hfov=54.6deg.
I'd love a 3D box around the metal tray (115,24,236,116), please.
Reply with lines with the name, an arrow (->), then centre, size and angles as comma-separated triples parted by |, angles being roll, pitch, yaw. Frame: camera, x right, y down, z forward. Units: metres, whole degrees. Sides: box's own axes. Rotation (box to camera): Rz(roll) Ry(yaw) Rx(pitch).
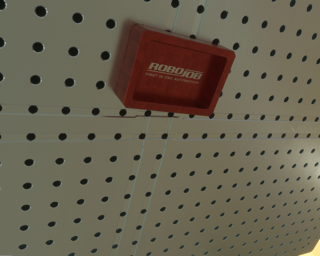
metal tray -> 0.020, -0.065, 0.377 | 0.131, 0.030, 0.089 | 4, 116, -30
